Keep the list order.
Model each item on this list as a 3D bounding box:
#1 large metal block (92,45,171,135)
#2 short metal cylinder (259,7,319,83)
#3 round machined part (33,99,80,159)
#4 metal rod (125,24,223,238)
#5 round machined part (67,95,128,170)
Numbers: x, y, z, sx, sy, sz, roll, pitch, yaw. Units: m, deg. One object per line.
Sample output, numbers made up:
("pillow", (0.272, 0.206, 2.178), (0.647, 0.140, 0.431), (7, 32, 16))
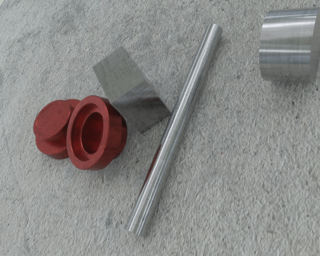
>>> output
("large metal block", (-0.037, -0.050, 0.419), (0.050, 0.080, 0.080), (-35, 51, 5))
("short metal cylinder", (0.148, -0.092, 0.347), (0.050, 0.080, 0.080), (9, 66, 32))
("round machined part", (-0.153, -0.004, 0.476), (0.098, 0.042, 0.098), (-13, 56, 21))
("metal rod", (0.026, -0.012, 0.397), (0.025, 0.025, 0.300), (9, 66, 32))
("round machined part", (-0.081, 0.008, 0.415), (0.098, 0.042, 0.098), (-11, 74, 43))
